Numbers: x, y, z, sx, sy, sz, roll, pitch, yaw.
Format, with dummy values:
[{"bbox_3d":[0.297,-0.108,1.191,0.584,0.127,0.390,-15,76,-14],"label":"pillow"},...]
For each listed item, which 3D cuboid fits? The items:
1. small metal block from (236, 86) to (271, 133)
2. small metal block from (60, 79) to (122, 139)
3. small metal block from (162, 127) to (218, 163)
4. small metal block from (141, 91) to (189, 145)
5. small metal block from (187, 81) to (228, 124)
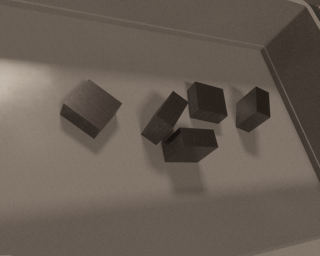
[{"bbox_3d":[0.146,-0.029,0.488,0.025,0.050,0.050,22,53,-16],"label":"small metal block"},{"bbox_3d":[-0.083,-0.023,0.376,0.050,0.025,0.050,37,51,-4],"label":"small metal block"},{"bbox_3d":[0.037,0.023,0.397,0.050,0.050,0.025,4,60,-27],"label":"small metal block"},{"bbox_3d":[0.006,-0.012,0.402,0.025,0.050,0.050,36,51,-5],"label":"small metal block"},{"bbox_3d":[0.071,-0.038,0.469,0.050,0.025,0.050,11,57,-23],"label":"small metal block"}]
